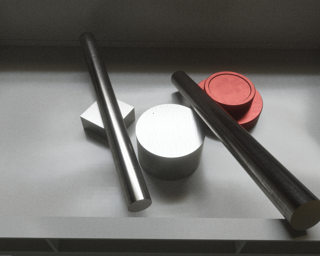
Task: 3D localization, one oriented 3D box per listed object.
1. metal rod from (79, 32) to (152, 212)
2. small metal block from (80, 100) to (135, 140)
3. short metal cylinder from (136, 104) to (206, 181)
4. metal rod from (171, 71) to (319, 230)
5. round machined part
[{"bbox_3d":[-0.067,-0.032,0.398,0.025,0.025,0.299,-14,52,-12],"label":"metal rod"},{"bbox_3d":[-0.069,-0.013,0.416,0.050,0.025,0.050,26,54,19],"label":"small metal block"},{"bbox_3d":[0.012,0.017,0.375,0.081,0.050,0.080,0,50,0],"label":"short metal cylinder"},{"bbox_3d":[0.062,-0.008,0.331,0.025,0.025,0.300,-11,28,-9],"label":"metal rod"},{"bbox_3d":[0.093,-0.041,0.430,0.099,0.042,0.098,0,50,0],"label":"round machined part"}]
